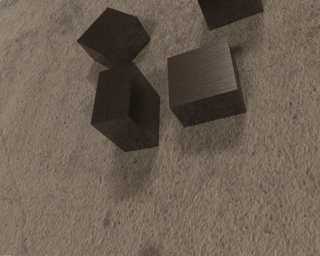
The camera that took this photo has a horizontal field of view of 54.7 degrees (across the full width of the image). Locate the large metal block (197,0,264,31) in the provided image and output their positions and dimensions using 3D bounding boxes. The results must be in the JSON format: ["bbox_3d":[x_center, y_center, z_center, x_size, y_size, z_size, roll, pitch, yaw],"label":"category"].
[{"bbox_3d":[0.095,-0.197,0.439,0.080,0.080,0.050,-15,56,19],"label":"large metal block"}]

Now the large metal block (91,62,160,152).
[{"bbox_3d":[-0.040,-0.024,0.403,0.050,0.080,0.080,-12,57,22],"label":"large metal block"}]

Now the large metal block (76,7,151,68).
[{"bbox_3d":[-0.077,-0.146,0.516,0.080,0.050,0.080,33,80,38],"label":"large metal block"}]

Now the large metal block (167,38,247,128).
[{"bbox_3d":[0.057,-0.055,0.391,0.080,0.050,0.080,-14,56,20],"label":"large metal block"}]
